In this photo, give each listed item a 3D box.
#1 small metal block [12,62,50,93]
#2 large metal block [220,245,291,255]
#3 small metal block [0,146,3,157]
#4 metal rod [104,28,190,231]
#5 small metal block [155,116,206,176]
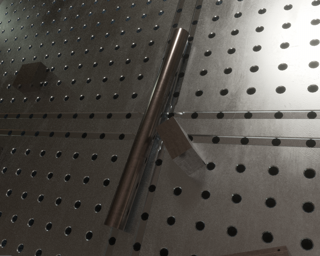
[{"bbox_3d":[-0.248,-0.097,0.595,0.050,0.025,0.050,-1,61,27],"label":"small metal block"},{"bbox_3d":[0.078,0.150,0.259,0.080,0.050,0.080,-17,55,18],"label":"large metal block"},{"bbox_3d":[-0.305,0.055,0.531,0.050,0.025,0.050,-13,56,20],"label":"small metal block"},{"bbox_3d":[-0.010,-0.014,0.420,0.025,0.025,0.300,5,64,30],"label":"metal rod"},{"bbox_3d":[0.025,0.022,0.365,0.025,0.050,0.050,-34,52,6],"label":"small metal block"}]
